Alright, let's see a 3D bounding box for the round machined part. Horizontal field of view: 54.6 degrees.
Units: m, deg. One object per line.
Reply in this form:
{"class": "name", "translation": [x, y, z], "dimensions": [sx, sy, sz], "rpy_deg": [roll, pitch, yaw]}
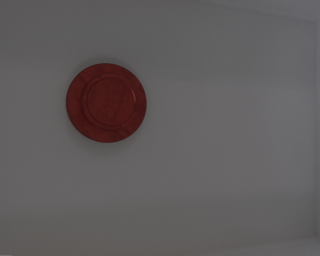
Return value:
{"class": "round machined part", "translation": [-0.063, -0.030, 0.378], "dimensions": [0.099, 0.042, 0.097], "rpy_deg": [0, 90, -20]}
